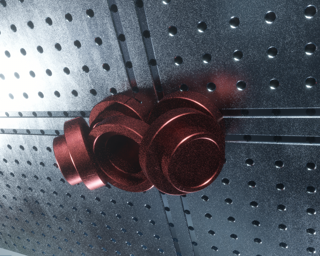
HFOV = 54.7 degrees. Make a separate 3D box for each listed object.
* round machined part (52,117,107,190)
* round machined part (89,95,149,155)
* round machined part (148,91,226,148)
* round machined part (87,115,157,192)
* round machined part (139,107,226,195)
[{"bbox_3d":[-0.108,0.037,0.412,0.042,0.098,0.097,-21,112,-4],"label":"round machined part"},{"bbox_3d":[-0.058,0.006,0.432,0.098,0.042,0.097,13,124,20],"label":"round machined part"},{"bbox_3d":[0.029,0.006,0.387,0.098,0.042,0.097,13,124,20],"label":"round machined part"},{"bbox_3d":[-0.037,0.027,0.379,0.098,0.042,0.097,13,124,20],"label":"round machined part"},{"bbox_3d":[0.031,0.030,0.336,0.042,0.099,0.097,37,145,59],"label":"round machined part"}]
